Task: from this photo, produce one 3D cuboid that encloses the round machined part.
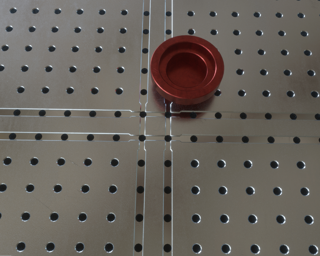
[{"bbox_3d":[0.036,-0.076,0.431,0.099,0.042,0.098,0,70,-1],"label":"round machined part"}]
